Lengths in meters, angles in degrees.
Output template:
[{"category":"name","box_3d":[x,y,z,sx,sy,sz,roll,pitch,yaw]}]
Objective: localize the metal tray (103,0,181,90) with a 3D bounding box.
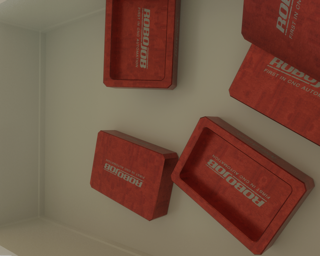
[{"category":"metal tray","box_3d":[-0.023,-0.115,0.396,0.090,0.030,0.129,3,93,14]}]

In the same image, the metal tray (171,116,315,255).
[{"category":"metal tray","box_3d":[0.081,0.056,0.335,0.130,0.030,0.089,38,113,33]}]

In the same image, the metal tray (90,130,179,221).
[{"category":"metal tray","box_3d":[-0.041,0.061,0.435,0.130,0.030,0.089,18,101,38]}]

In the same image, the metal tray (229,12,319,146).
[{"category":"metal tray","box_3d":[0.139,-0.042,0.285,0.130,0.030,0.089,38,113,35]}]

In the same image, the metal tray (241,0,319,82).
[{"category":"metal tray","box_3d":[0.105,-0.106,0.220,0.090,0.030,0.129,44,161,33]}]
